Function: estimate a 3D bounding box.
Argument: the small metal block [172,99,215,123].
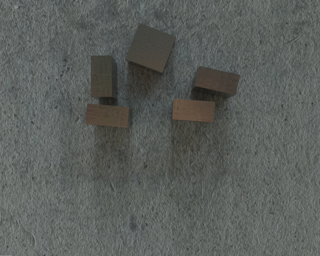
[{"bbox_3d":[0.041,-0.021,0.398,0.050,0.050,0.025,4,90,0],"label":"small metal block"}]

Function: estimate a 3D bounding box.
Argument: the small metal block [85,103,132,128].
[{"bbox_3d":[-0.063,-0.015,0.397,0.050,0.050,0.025,5,90,0],"label":"small metal block"}]

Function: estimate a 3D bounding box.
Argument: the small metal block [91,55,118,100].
[{"bbox_3d":[-0.070,-0.062,0.397,0.025,0.050,0.050,-1,90,0],"label":"small metal block"}]

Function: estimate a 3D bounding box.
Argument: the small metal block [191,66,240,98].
[{"bbox_3d":[0.070,-0.057,0.398,0.050,0.050,0.025,12,90,0],"label":"small metal block"}]

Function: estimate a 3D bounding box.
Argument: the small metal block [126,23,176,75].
[{"bbox_3d":[-0.012,-0.103,0.410,0.050,0.025,0.050,21,90,0],"label":"small metal block"}]
